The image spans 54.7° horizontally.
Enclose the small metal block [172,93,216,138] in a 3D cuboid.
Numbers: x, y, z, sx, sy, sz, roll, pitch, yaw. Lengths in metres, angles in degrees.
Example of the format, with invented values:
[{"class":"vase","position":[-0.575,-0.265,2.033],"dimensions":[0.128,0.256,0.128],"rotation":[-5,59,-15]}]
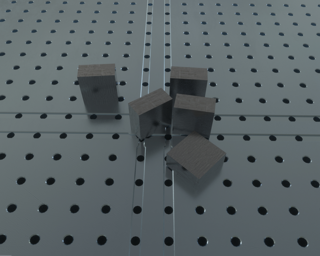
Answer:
[{"class":"small metal block","position":[0.044,-0.015,0.405],"dimensions":[0.050,0.050,0.025],"rotation":[8,51,6]}]

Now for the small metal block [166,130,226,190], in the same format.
[{"class":"small metal block","position":[0.043,0.038,0.376],"dimensions":[0.050,0.025,0.050],"rotation":[37,59,26]}]

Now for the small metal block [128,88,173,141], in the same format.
[{"class":"small metal block","position":[-0.012,-0.018,0.406],"dimensions":[0.050,0.050,0.025],"rotation":[-28,56,-22]}]

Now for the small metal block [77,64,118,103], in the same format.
[{"class":"small metal block","position":[-0.087,-0.064,0.444],"dimensions":[0.050,0.050,0.025],"rotation":[-3,50,-3]}]

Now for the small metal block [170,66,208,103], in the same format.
[{"class":"small metal block","position":[0.040,-0.059,0.442],"dimensions":[0.050,0.050,0.025],"rotation":[4,50,3]}]
